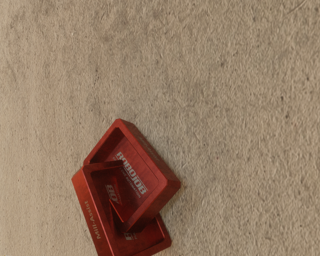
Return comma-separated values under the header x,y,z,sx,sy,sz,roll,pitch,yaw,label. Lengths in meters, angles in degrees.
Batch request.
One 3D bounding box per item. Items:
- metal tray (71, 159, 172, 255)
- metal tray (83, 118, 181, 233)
x,y,z,sx,sy,sz,roll,pitch,yaw,label
-0.049,0.106,0.399,0.030,0.091,0.130,-42,65,37,metal tray
-0.043,0.060,0.412,0.090,0.030,0.130,-51,53,12,metal tray
